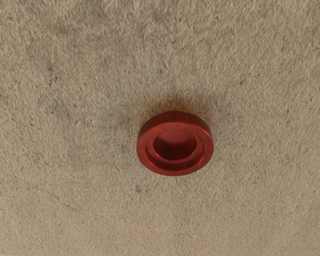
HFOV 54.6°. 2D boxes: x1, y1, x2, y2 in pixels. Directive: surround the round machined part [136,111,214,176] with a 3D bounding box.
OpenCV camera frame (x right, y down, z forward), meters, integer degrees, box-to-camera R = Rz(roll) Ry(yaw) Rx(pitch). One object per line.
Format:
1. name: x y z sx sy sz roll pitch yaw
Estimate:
1. round machined part: 0.019 0.016 0.410 0.099 0.042 0.097 0 130 0
